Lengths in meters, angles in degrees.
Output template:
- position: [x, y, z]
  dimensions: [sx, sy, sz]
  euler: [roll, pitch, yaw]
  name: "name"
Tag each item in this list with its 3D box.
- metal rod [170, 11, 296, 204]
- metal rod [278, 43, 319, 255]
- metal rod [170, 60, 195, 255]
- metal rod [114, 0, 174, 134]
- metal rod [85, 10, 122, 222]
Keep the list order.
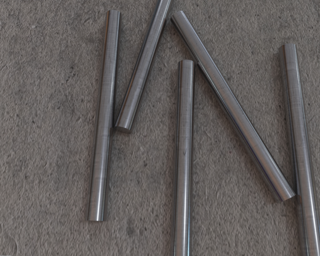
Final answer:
- position: [0.090, -0.041, 0.423]
  dimensions: [0.025, 0.025, 0.299]
  euler: [-24, 72, -8]
  name: "metal rod"
- position: [0.180, 0.025, 0.400]
  dimensions: [0.025, 0.025, 0.299]
  euler: [2, 70, 1]
  name: "metal rod"
- position: [0.029, 0.050, 0.389]
  dimensions: [0.025, 0.025, 0.299]
  euler: [3, 70, 1]
  name: "metal rod"
- position: [-0.010, -0.133, 0.456]
  dimensions: [0.025, 0.025, 0.299]
  euler: [14, 70, 5]
  name: "metal rod"
- position: [-0.073, -0.030, 0.418]
  dimensions: [0.025, 0.025, 0.299]
  euler: [1, 70, 0]
  name: "metal rod"
